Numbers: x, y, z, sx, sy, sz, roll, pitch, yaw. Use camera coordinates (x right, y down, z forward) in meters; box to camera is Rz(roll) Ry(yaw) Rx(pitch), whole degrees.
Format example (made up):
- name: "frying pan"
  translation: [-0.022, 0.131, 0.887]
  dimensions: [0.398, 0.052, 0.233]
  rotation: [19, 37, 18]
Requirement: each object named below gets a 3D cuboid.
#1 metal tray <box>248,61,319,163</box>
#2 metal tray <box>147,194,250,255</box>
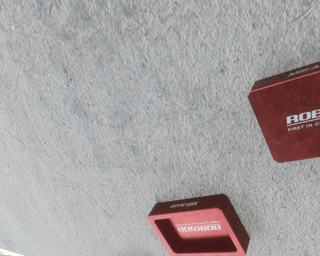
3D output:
- name: "metal tray"
  translation: [0.166, -0.019, 0.304]
  dimensions: [0.130, 0.030, 0.090]
  rotation: [-16, 111, 34]
- name: "metal tray"
  translation: [0.056, 0.151, 0.467]
  dimensions: [0.130, 0.030, 0.090]
  rotation: [-18, 109, 35]
